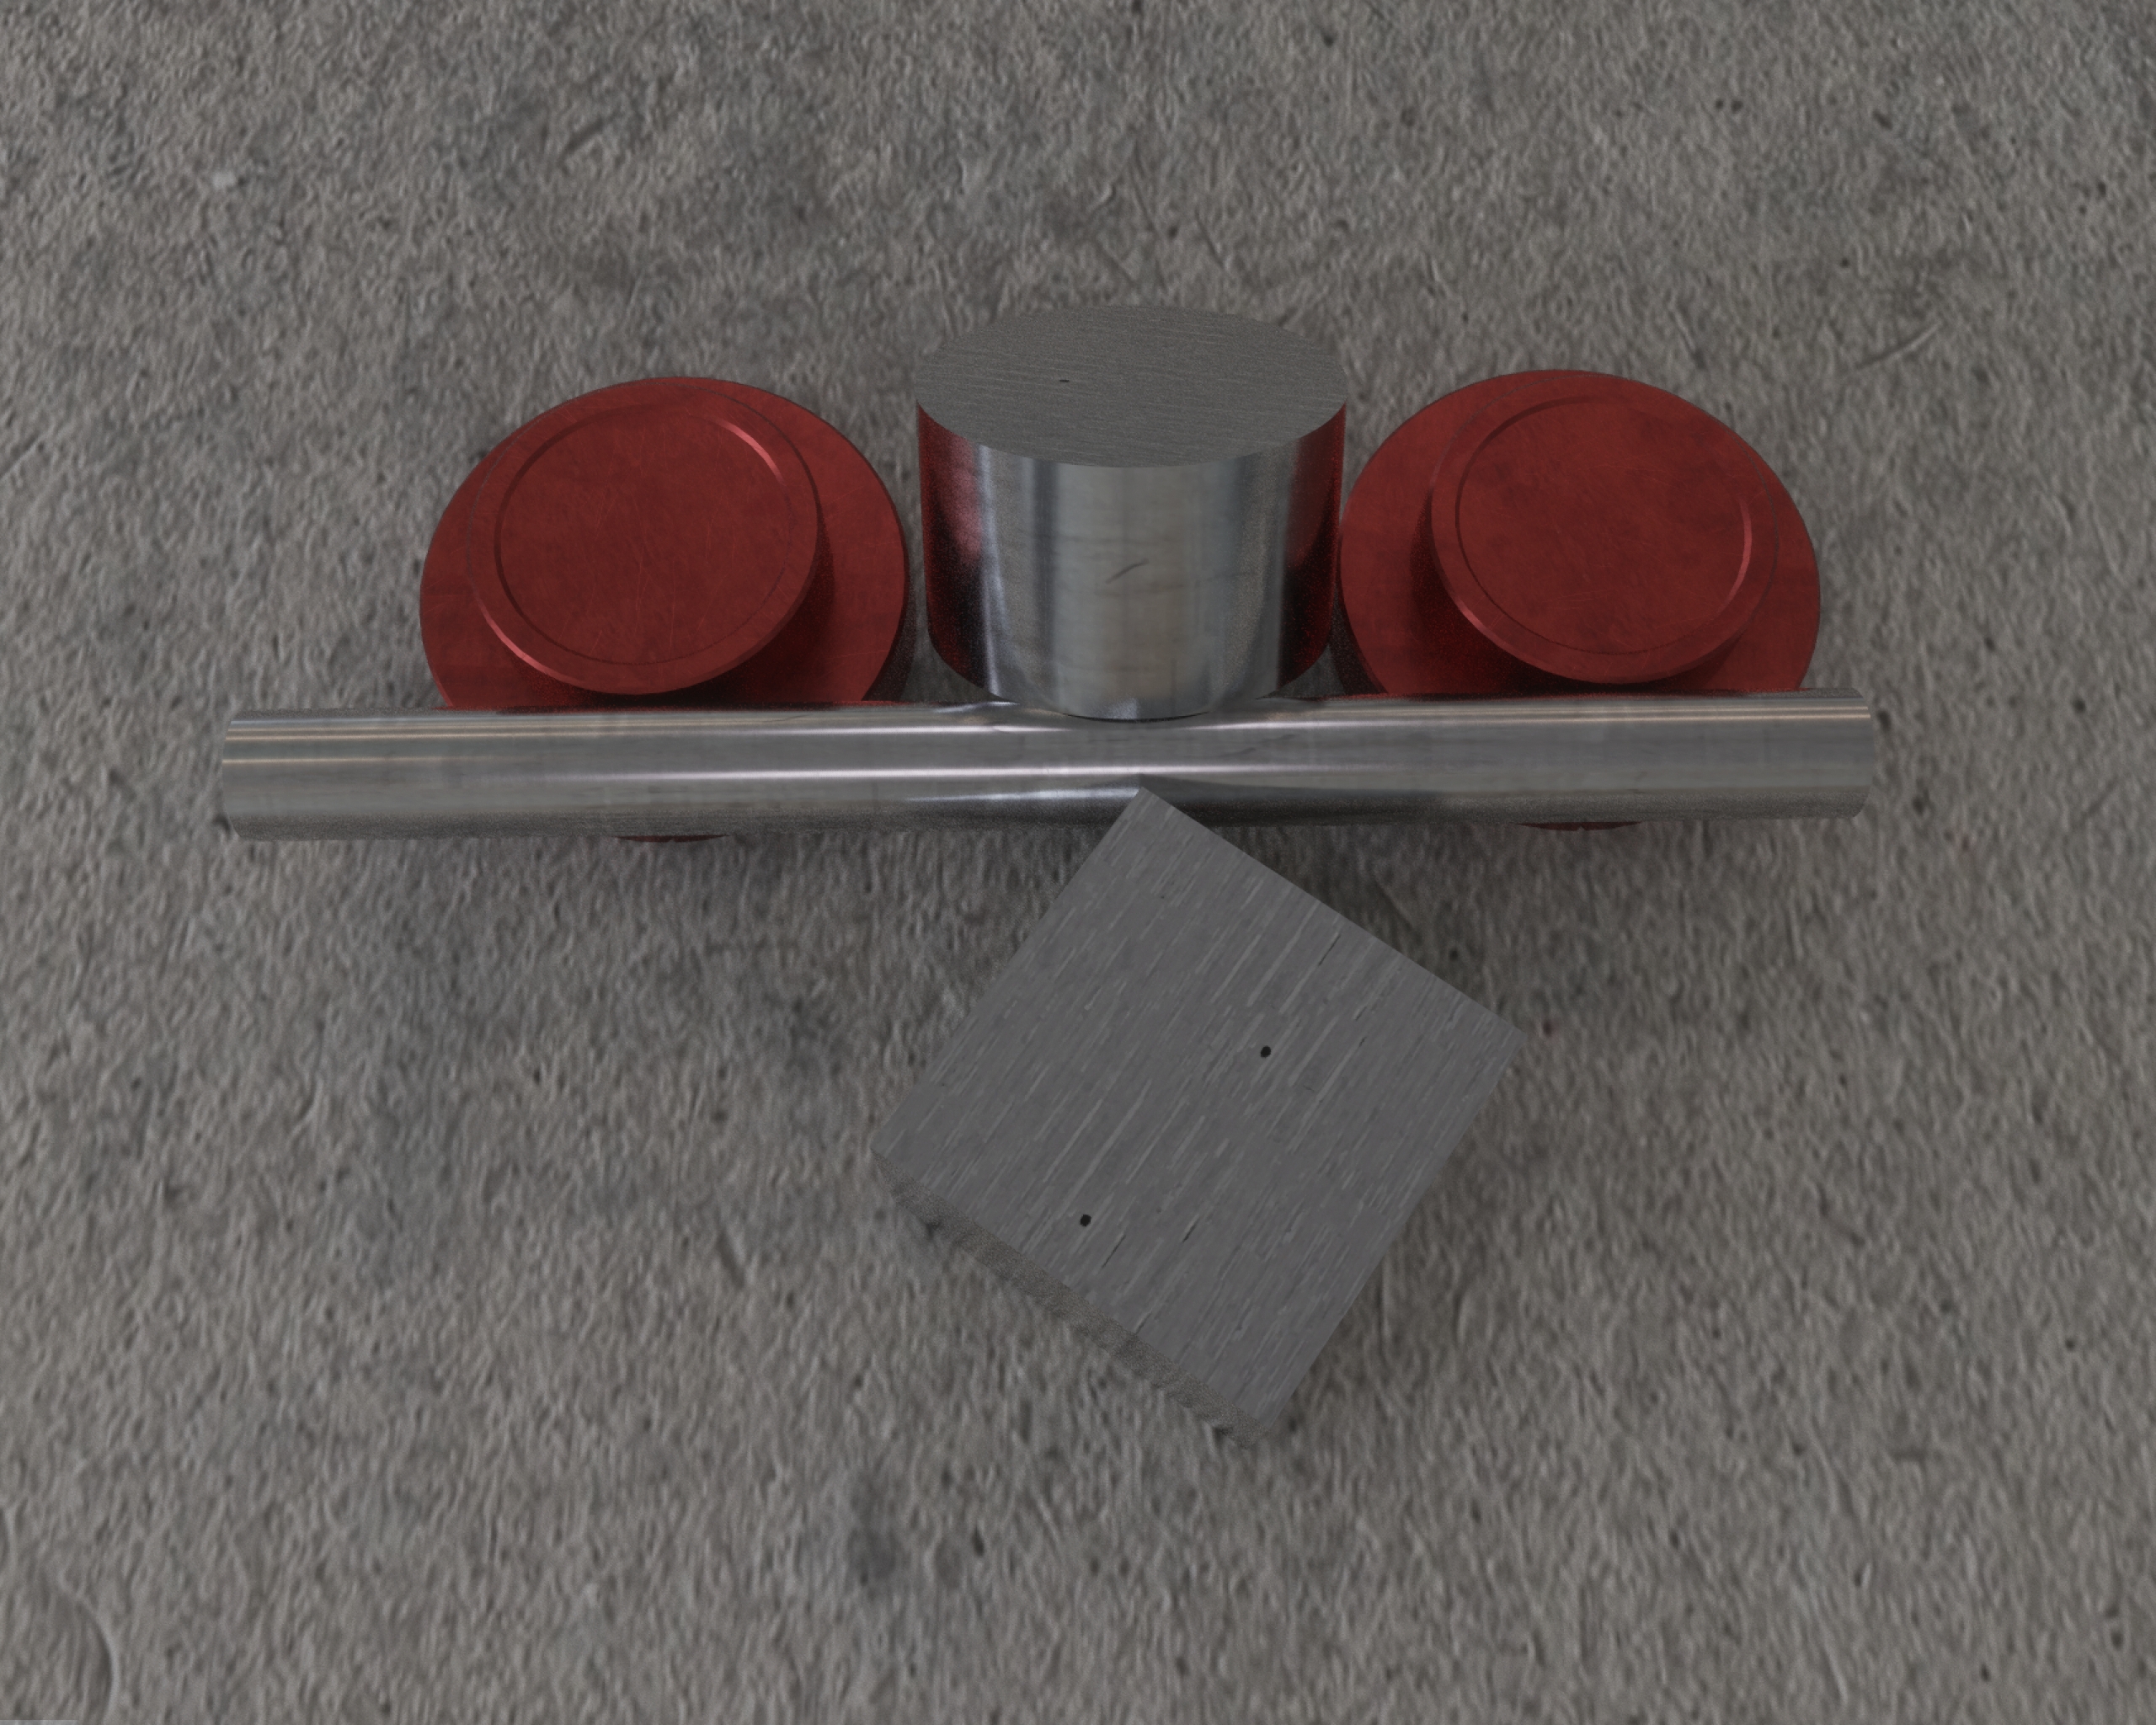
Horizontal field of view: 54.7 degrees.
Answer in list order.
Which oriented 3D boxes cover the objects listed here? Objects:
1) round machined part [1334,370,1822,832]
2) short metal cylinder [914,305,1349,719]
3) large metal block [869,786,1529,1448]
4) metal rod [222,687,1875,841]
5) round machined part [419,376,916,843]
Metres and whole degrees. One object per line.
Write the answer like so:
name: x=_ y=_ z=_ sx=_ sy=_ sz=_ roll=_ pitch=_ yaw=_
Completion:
round machined part: x=0.102 y=-0.059 z=0.423 sx=0.099 sy=0.042 sz=0.098 roll=0 pitch=70 yaw=0
short metal cylinder: x=0.010 y=-0.069 z=0.402 sx=0.080 sy=0.050 sz=0.080 roll=0 pitch=35 yaw=0
large metal block: x=0.021 y=0.047 z=0.377 sx=0.080 sy=0.050 sz=0.080 roll=34 pitch=73 yaw=11
metal rod: x=-0.005 y=-0.019 z=0.394 sx=0.302 sy=0.025 sz=0.025 roll=-1 pitch=70 yaw=-1
round machined part: x=-0.083 y=-0.056 z=0.420 sx=0.099 sy=0.042 sz=0.098 roll=0 pitch=70 yaw=0
